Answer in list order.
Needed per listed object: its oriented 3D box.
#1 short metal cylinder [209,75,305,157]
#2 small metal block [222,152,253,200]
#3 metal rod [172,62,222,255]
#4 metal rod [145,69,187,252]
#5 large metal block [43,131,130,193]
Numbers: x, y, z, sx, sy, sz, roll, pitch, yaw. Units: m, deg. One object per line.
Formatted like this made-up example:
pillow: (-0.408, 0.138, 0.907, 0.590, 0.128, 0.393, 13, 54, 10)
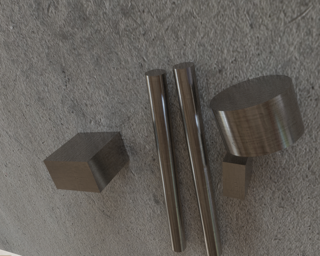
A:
short metal cylinder: (0.096, -0.014, 0.311, 0.080, 0.080, 0.050, -11, 113, 32)
small metal block: (0.094, 0.049, 0.371, 0.025, 0.050, 0.050, 7, 122, 24)
metal rod: (0.055, 0.060, 0.413, 0.025, 0.025, 0.298, 2, 120, 27)
metal rod: (0.013, 0.064, 0.438, 0.025, 0.025, 0.298, 6, 121, 25)
large metal block: (-0.105, 0.047, 0.453, 0.080, 0.080, 0.050, -2, 118, 29)
